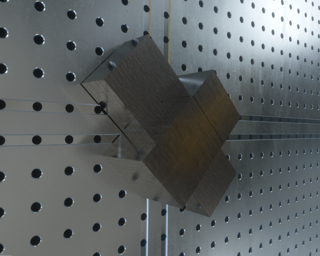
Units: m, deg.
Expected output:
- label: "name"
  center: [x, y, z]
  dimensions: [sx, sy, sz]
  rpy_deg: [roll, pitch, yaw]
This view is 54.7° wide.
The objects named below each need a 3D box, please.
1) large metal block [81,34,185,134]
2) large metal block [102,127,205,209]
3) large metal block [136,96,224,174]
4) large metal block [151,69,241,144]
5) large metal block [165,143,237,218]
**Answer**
- label: "large metal block"
  center: [-0.029, -0.050, 0.367]
  dimensions: [0.080, 0.050, 0.080]
  rpy_deg: [-52, 121, -26]
- label: "large metal block"
  center: [-0.008, 0.044, 0.369]
  dimensions: [0.050, 0.080, 0.080]
  rpy_deg: [-52, 121, -27]
- label: "large metal block"
  center: [0.019, 0.009, 0.392]
  dimensions: [0.050, 0.080, 0.080]
  rpy_deg: [-52, 121, -27]
- label: "large metal block"
  center: [0.047, -0.026, 0.416]
  dimensions: [0.050, 0.080, 0.080]
  rpy_deg: [-52, 121, -27]
- label: "large metal block"
  center: [0.054, 0.065, 0.441]
  dimensions: [0.080, 0.050, 0.080]
  rpy_deg: [-51, 120, -27]
